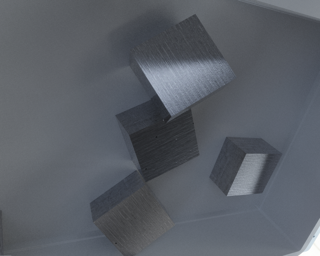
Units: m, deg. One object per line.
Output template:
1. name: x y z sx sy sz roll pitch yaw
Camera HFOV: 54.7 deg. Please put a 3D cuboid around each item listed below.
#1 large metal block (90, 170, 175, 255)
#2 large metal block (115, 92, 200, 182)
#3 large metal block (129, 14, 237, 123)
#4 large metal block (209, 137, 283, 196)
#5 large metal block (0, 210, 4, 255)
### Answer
1. large metal block: -0.039 0.120 0.434 0.080 0.050 0.080 -36 113 -5
2. large metal block: -0.001 0.010 0.400 0.081 0.050 0.080 -25 128 -13
3. large metal block: 0.022 -0.063 0.341 0.080 0.050 0.080 -31 87 -9
4. large metal block: 0.140 0.063 0.511 0.081 0.050 0.079 3 117 -30
5. large metal block: -0.220 0.122 0.328 0.050 0.080 0.080 -49 129 6
